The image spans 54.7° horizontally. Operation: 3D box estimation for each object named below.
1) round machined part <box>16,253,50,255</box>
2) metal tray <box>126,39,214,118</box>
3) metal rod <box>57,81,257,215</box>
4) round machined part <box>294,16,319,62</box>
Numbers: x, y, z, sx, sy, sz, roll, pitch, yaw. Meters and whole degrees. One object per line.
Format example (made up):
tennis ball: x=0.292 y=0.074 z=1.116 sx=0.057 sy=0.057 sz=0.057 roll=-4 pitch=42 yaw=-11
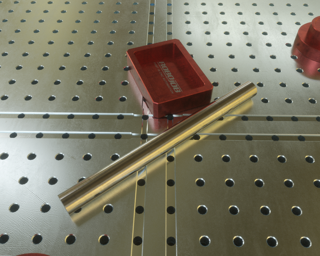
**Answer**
round machined part: x=-0.113 y=0.162 z=0.260 sx=0.099 sy=0.042 sz=0.098 roll=0 pitch=50 yaw=0
metal tray: x=0.011 y=-0.080 z=0.471 sx=0.091 sy=0.030 sz=0.130 roll=-17 pitch=52 yaw=-14
metal rod: x=0.014 y=0.013 z=0.396 sx=0.302 sy=0.025 sz=0.025 roll=-31 pitch=57 yaw=-24
round machined part: x=0.288 y=-0.157 z=0.530 sx=0.099 sy=0.042 sz=0.098 roll=0 pitch=50 yaw=0
